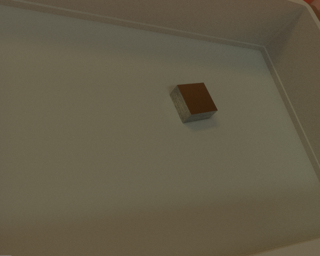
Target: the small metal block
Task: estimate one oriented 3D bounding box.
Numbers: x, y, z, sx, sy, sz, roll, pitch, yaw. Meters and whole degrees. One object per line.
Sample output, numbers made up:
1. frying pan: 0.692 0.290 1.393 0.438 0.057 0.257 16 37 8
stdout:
1. small metal block: 0.049 -0.038 0.457 0.050 0.025 0.050 -10 67 -33
